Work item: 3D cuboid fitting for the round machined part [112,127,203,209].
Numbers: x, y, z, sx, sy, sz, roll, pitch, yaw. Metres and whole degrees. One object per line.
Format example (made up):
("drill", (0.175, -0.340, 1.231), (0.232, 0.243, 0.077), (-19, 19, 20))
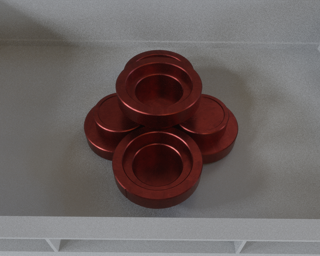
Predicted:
("round machined part", (-0.003, 0.047, 0.352), (0.099, 0.042, 0.098), (0, 50, 0))

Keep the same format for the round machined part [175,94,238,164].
("round machined part", (0.051, -0.006, 0.397), (0.099, 0.042, 0.098), (0, 50, 0))

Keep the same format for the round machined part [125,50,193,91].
("round machined part", (-0.002, -0.066, 0.447), (0.099, 0.042, 0.098), (0, 50, 0))

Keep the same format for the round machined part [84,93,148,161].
("round machined part", (-0.048, -0.009, 0.398), (0.099, 0.042, 0.098), (0, 50, 0))

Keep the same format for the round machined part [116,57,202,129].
("round machined part", (-0.001, -0.037, 0.368), (0.099, 0.042, 0.098), (0, 50, 0))
